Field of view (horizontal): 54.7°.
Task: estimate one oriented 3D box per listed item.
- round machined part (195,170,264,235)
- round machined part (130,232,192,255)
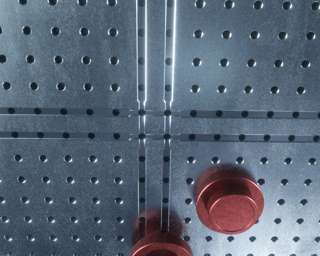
[{"bbox_3d":[0.102,0.114,0.448,0.099,0.042,0.097,0,110,-1],"label":"round machined part"},{"bbox_3d":[0.002,0.202,0.479,0.099,0.042,0.097,0,110,-1],"label":"round machined part"}]
